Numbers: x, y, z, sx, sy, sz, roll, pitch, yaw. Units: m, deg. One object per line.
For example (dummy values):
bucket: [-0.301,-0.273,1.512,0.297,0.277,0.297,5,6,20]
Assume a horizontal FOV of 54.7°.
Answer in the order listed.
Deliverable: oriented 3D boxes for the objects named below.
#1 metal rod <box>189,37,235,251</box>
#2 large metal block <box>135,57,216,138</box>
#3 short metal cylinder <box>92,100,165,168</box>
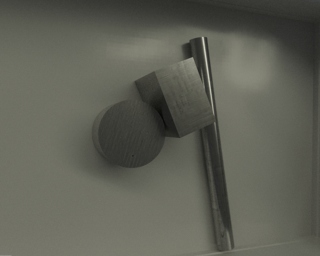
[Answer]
metal rod: [0.074,0.024,0.439,0.025,0.025,0.298,-9,93,-20]
large metal block: [0.016,-0.035,0.388,0.050,0.080,0.080,-24,98,-19]
short metal cylinder: [-0.040,0.007,0.383,0.081,0.050,0.079,0,90,-21]
